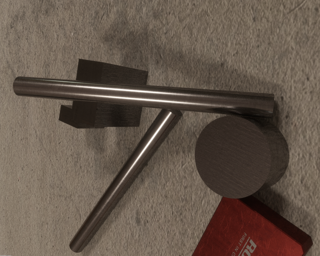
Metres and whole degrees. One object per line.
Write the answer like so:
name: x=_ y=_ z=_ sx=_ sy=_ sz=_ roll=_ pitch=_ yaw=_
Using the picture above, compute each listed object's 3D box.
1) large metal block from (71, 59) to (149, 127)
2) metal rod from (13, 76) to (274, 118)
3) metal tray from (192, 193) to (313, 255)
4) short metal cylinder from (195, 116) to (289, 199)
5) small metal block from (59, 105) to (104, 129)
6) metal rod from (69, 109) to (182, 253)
large metal block: x=-0.068 y=-0.046 z=0.423 sx=0.050 sy=0.081 sz=0.079 roll=17 pitch=101 yaw=38
metal rod: x=-0.031 y=-0.037 z=0.351 sx=0.301 sy=0.025 sz=0.025 roll=6 pitch=94 yaw=15
metal tray: x=0.086 y=0.143 z=0.330 sx=0.090 sy=0.030 sz=0.129 roll=35 pitch=111 yaw=34
short metal cylinder: x=0.084 y=0.028 z=0.319 sx=0.080 sy=0.050 sz=0.079 roll=0 pitch=90 yaw=39
small metal block: x=-0.121 y=-0.018 z=0.486 sx=0.050 sy=0.050 sz=0.025 roll=19 pitch=102 yaw=38
metal rod: x=-0.061 y=0.087 z=0.452 sx=0.025 sy=0.025 sz=0.298 roll=50 pitch=119 yaw=28
